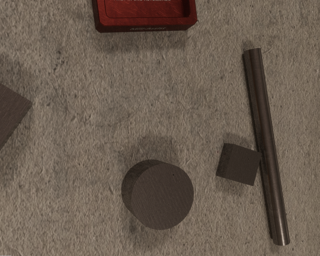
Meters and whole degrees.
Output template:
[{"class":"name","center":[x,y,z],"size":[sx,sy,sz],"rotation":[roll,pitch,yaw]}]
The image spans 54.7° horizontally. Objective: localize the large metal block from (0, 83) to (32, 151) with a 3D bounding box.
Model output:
[{"class":"large metal block","center":[-0.194,-0.015,0.324],"size":[0.080,0.050,0.080],"rotation":[34,79,-17]}]

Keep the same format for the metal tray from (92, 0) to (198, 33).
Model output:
[{"class":"metal tray","center":[-0.021,-0.173,0.399],"size":[0.131,0.030,0.089],"rotation":[-8,93,-20]}]

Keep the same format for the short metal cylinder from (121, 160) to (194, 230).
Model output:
[{"class":"short metal cylinder","center":[-0.004,0.082,0.395],"size":[0.081,0.050,0.079],"rotation":[0,90,-21]}]

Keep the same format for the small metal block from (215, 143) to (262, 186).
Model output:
[{"class":"small metal block","center":[0.115,0.053,0.453],"size":[0.050,0.025,0.050],"rotation":[18,84,-20]}]

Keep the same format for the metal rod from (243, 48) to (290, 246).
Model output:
[{"class":"metal rod","center":[0.163,0.030,0.471],"size":[0.025,0.025,0.298],"rotation":[-11,94,-20]}]
